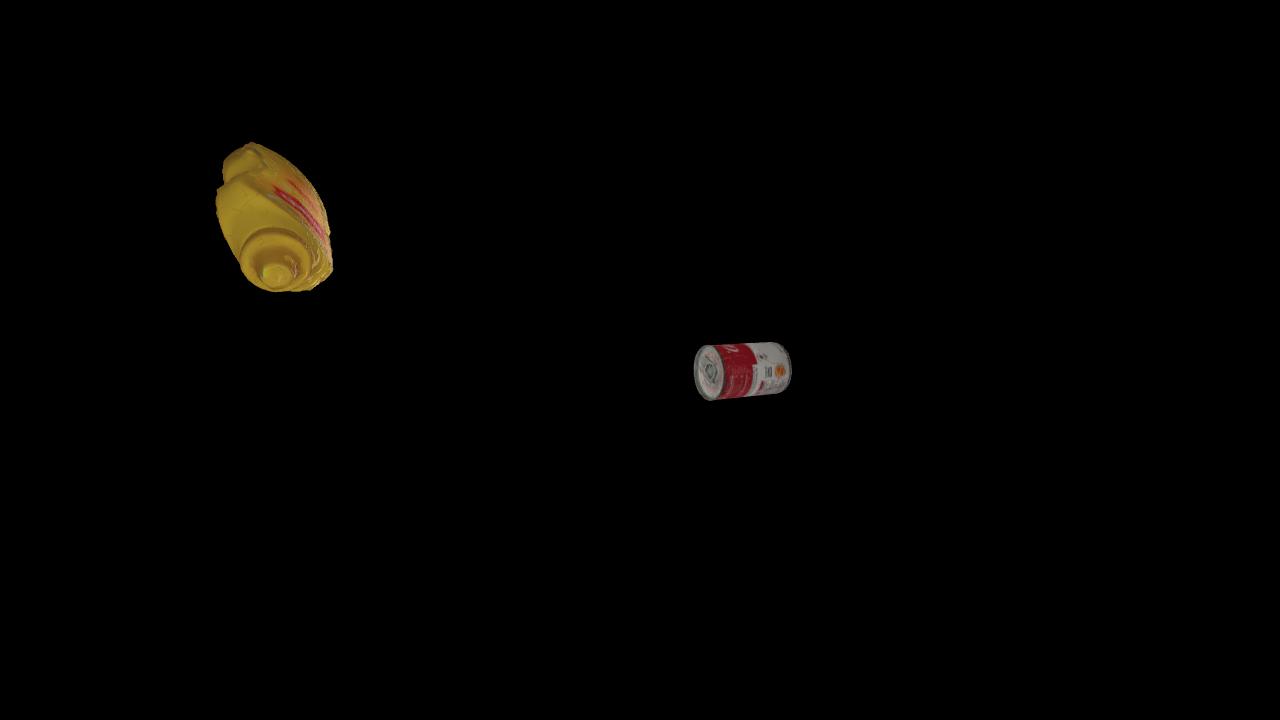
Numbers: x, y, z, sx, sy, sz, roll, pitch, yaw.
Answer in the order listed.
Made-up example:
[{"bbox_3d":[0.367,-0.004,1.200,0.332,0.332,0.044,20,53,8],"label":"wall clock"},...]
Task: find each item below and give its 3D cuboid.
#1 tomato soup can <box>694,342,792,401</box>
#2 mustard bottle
[{"bbox_3d":[0.126,0.013,0.751,0.101,0.068,0.068,-3,1,-25],"label":"tomato soup can"},{"bbox_3d":[-0.271,-0.098,0.460,0.054,0.092,0.184,-31,40,-9],"label":"mustard bottle"}]
